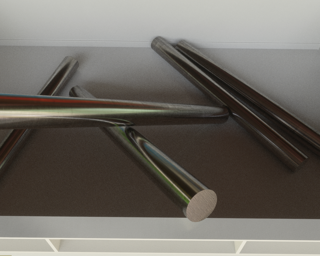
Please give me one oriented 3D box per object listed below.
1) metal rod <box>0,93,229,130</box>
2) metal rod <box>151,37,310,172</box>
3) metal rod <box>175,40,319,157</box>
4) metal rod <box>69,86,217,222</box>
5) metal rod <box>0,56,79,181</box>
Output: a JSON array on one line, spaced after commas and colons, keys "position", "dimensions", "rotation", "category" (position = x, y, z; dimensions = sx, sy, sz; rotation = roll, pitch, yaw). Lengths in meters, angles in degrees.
[{"position": [-0.016, -0.015, 0.312], "dimensions": [0.302, 0.025, 0.025], "rotation": [-2, 40, -49], "category": "metal rod"}, {"position": [0.082, -0.050, 0.447], "dimensions": [0.025, 0.025, 0.300], "rotation": [-29, 56, -22], "category": "metal rod"}, {"position": [0.130, -0.047, 0.446], "dimensions": [0.025, 0.025, 0.300], "rotation": [-32, 57, -24], "category": "metal rod"}, {"position": [-0.045, 0.001, 0.327], "dimensions": [0.025, 0.025, 0.300], "rotation": [-26, 31, -20], "category": "metal rod"}, {"position": [-0.179, 0.007, 0.396], "dimensions": [0.025, 0.025, 0.300], "rotation": [12, 51, 9], "category": "metal rod"}]
